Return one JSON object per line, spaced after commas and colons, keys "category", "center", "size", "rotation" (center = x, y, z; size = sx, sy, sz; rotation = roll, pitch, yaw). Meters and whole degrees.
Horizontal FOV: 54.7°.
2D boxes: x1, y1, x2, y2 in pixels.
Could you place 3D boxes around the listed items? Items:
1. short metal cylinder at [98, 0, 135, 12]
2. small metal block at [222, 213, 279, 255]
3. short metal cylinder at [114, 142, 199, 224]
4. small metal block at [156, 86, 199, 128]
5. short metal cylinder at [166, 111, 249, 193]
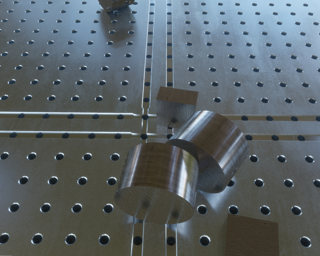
{"category": "short metal cylinder", "center": [-0.090, -0.273, 0.600], "size": [0.050, 0.080, 0.080], "rotation": [-28, 56, -21]}
{"category": "small metal block", "center": [0.089, 0.118, 0.309], "size": [0.050, 0.025, 0.050], "rotation": [9, 51, 7]}
{"category": "short metal cylinder", "center": [-0.002, 0.059, 0.322], "size": [0.080, 0.080, 0.050], "rotation": [8, 51, 6]}
{"category": "small metal block", "center": [0.022, -0.025, 0.413], "size": [0.050, 0.050, 0.025], "rotation": [9, 51, 7]}
{"category": "short metal cylinder", "center": [0.051, 0.027, 0.349], "size": [0.080, 0.080, 0.050], "rotation": [30, 56, 22]}
